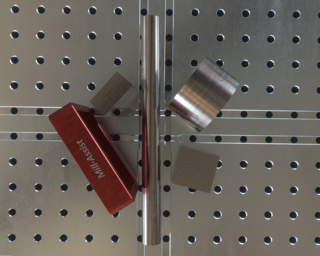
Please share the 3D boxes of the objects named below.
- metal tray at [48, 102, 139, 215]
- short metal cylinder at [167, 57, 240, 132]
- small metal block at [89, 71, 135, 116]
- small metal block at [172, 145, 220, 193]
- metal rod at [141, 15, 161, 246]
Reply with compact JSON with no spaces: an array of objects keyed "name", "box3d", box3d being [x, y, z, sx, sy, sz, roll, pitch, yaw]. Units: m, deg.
[{"name":"metal tray","box3d":[-0.075,0.033,0.379,0.030,0.090,0.130,-33,90,0]},{"name":"short metal cylinder","box3d":[0.053,-0.041,0.386,0.050,0.080,0.080,38,90,-1]},{"name":"small metal block","box3d":[-0.059,-0.042,0.399,0.025,0.050,0.050,41,90,-1]},{"name":"small metal block","box3d":[0.047,0.054,0.415,0.050,0.025,0.050,15,90,-1]},{"name":"metal rod","box3d":[-0.012,0.003,0.413,0.025,0.025,0.298,0,90,-1]}]
